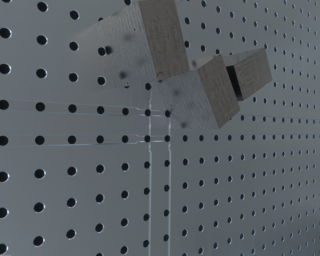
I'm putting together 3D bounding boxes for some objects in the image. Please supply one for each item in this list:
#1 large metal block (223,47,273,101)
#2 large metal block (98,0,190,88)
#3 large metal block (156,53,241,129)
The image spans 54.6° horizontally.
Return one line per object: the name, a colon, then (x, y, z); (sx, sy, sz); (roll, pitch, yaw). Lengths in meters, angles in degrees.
large metal block: (0.105, -0.076, 0.460); (0.081, 0.080, 0.050); (-32, 110, -35)
large metal block: (-0.019, -0.094, 0.356); (0.050, 0.080, 0.080); (-23, 105, -38)
large metal block: (0.049, -0.046, 0.413); (0.050, 0.080, 0.080); (-37, 113, -34)
